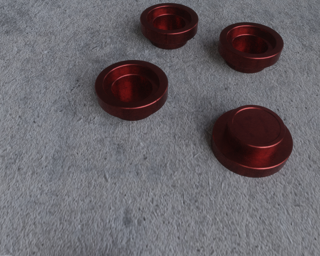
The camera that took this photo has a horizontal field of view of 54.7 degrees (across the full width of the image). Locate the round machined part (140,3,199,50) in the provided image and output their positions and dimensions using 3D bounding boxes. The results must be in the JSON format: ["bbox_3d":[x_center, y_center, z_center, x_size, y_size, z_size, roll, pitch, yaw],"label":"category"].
[{"bbox_3d":[0.016,-0.173,0.537,0.099,0.042,0.098,0,50,0],"label":"round machined part"}]

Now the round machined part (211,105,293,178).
[{"bbox_3d":[0.115,0.009,0.385,0.099,0.042,0.098,0,50,0],"label":"round machined part"}]

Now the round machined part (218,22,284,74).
[{"bbox_3d":[0.142,-0.125,0.498,0.099,0.042,0.098,0,50,0],"label":"round machined part"}]

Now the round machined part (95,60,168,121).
[{"bbox_3d":[-0.038,-0.048,0.432,0.099,0.042,0.098,0,50,0],"label":"round machined part"}]
